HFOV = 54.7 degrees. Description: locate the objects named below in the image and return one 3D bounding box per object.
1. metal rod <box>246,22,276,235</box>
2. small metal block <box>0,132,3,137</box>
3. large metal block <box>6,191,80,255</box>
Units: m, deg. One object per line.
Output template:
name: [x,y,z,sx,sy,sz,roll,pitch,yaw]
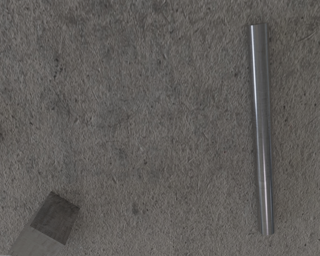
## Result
metal rod: [0.138,0.015,0.416,0.025,0.025,0.298,-8,110,3]
small metal block: [-0.251,0.008,0.410,0.050,0.025,0.050,-33,107,11]
large metal block: [-0.165,0.150,0.434,0.050,0.080,0.080,36,106,-12]
